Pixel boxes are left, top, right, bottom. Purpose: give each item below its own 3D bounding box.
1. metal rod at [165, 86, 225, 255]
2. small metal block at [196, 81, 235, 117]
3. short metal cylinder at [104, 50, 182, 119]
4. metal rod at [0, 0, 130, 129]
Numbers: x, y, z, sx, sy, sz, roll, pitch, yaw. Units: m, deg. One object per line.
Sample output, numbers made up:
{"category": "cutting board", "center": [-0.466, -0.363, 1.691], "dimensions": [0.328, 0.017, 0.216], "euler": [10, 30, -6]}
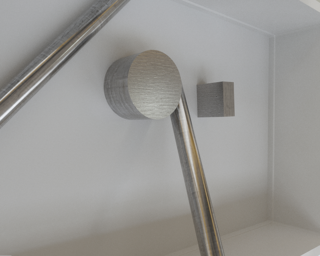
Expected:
{"category": "metal rod", "center": [0.041, 0.061, 0.362], "dimensions": [0.025, 0.025, 0.299], "euler": [11, 58, -40]}
{"category": "small metal block", "center": [0.082, -0.041, 0.462], "dimensions": [0.025, 0.050, 0.050], "euler": [-4, 93, -40]}
{"category": "short metal cylinder", "center": [-0.020, -0.050, 0.375], "dimensions": [0.081, 0.050, 0.079], "euler": [0, 90, -40]}
{"category": "metal rod", "center": [-0.116, -0.061, 0.309], "dimensions": [0.025, 0.025, 0.301], "euler": [51, 60, -29]}
